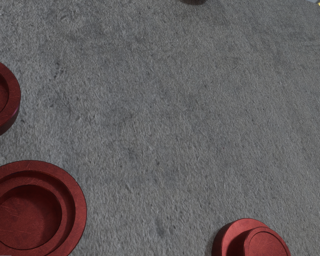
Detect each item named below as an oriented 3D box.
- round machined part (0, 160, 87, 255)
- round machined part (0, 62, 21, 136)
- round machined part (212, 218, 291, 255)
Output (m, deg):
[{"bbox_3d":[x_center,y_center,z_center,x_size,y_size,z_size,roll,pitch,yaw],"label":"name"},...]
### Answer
[{"bbox_3d":[-0.120,0.082,0.279,0.099,0.042,0.098,14,56,-21],"label":"round machined part"},{"bbox_3d":[-0.192,-0.025,0.305,0.099,0.042,0.098,14,56,-21],"label":"round machined part"},{"bbox_3d":[0.113,0.154,0.360,0.099,0.042,0.098,14,56,-21],"label":"round machined part"}]
